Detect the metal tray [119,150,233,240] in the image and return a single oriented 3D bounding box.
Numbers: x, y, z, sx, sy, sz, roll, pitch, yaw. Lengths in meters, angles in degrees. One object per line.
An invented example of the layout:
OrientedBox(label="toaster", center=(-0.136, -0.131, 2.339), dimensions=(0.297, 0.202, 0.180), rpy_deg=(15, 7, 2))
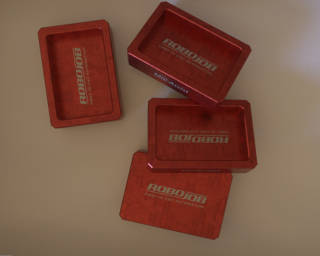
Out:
OrientedBox(label="metal tray", center=(0.021, 0.086, 0.409), dimensions=(0.131, 0.030, 0.089), rpy_deg=(13, 90, -1))

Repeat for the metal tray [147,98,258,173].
OrientedBox(label="metal tray", center=(0.050, 0.010, 0.390), dimensions=(0.131, 0.030, 0.090), rpy_deg=(1, 70, -4))

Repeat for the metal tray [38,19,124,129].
OrientedBox(label="metal tray", center=(-0.102, -0.069, 0.407), dimensions=(0.091, 0.030, 0.129), rpy_deg=(-8, 90, -1))

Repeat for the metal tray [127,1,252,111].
OrientedBox(label="metal tray", center=(0.036, -0.092, 0.390), dimensions=(0.130, 0.030, 0.090), rpy_deg=(30, 73, 5))
